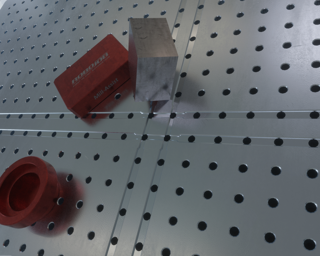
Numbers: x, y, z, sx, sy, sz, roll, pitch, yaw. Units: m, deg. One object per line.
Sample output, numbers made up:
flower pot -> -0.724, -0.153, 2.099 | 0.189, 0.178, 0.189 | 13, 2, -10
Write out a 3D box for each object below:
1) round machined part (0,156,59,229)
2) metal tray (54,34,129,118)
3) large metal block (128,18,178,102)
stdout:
round machined part -> -0.184, 0.092, 0.438 | 0.098, 0.042, 0.098 | -13, 56, 21
metal tray -> -0.107, -0.089, 0.516 | 0.130, 0.030, 0.090 | -40, 51, 1
large metal block -> -0.013, -0.094, 0.428 | 0.050, 0.080, 0.080 | -5, 54, -11
